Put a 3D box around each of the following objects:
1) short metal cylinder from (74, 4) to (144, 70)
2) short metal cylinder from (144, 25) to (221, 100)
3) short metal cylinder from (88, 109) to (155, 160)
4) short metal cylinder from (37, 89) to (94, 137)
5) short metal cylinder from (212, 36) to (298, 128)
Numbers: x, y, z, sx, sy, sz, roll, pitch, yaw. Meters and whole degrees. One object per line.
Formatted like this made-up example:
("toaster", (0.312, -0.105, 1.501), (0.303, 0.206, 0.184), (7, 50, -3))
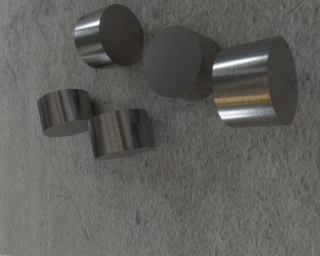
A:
("short metal cylinder", (-0.068, -0.122, 0.423), (0.050, 0.081, 0.079), (2, 91, 40))
("short metal cylinder", (0.028, -0.074, 0.364), (0.080, 0.050, 0.079), (0, 90, 39))
("short metal cylinder", (-0.051, 0.010, 0.409), (0.080, 0.081, 0.050), (-19, 78, 38))
("short metal cylinder", (-0.146, -0.022, 0.487), (0.080, 0.081, 0.050), (-25, 74, 37))
("short metal cylinder", (0.092, -0.041, 0.293), (0.050, 0.081, 0.080), (-3, 88, 40))
